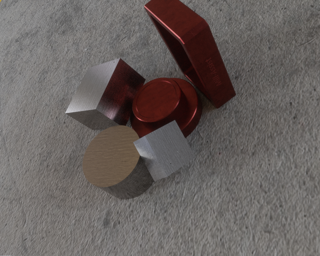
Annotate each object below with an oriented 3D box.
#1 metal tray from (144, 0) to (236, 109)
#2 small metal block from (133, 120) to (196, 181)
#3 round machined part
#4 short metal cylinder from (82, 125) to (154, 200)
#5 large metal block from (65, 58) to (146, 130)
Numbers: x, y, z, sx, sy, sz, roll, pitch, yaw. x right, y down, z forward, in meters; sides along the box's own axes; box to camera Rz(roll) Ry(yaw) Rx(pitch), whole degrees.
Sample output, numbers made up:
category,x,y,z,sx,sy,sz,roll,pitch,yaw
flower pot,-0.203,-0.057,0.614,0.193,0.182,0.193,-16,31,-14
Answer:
category,x,y,z,sx,sy,sz,roll,pitch,yaw
metal tray,0.039,-0.089,0.370,0.030,0.130,0.090,-38,51,3
small metal block,0.006,0.025,0.356,0.025,0.050,0.050,-29,89,49
round machined part,0.003,-0.028,0.410,0.098,0.042,0.098,-13,56,20
short metal cylinder,-0.048,0.043,0.387,0.080,0.050,0.080,-13,56,20
large metal block,-0.077,-0.045,0.440,0.080,0.050,0.080,-3,59,46
